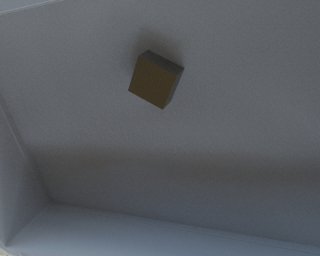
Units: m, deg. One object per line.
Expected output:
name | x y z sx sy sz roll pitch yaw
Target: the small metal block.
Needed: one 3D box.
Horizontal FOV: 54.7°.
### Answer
small metal block | -0.005 -0.058 0.374 0.050 0.025 0.050 29 128 9
